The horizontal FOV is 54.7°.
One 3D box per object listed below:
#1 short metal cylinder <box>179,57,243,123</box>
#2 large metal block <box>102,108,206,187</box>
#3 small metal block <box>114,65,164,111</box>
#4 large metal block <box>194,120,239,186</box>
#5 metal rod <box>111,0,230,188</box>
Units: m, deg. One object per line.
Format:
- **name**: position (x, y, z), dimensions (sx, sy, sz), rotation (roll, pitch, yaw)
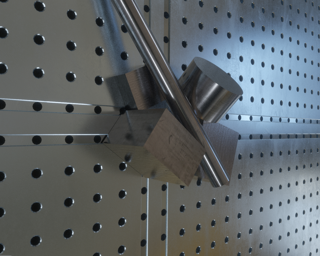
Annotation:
- **short metal cylinder**: position (0.065, -0.052, 0.421), dimensions (0.081, 0.080, 0.050), rotation (11, 127, -40)
- **large metal block**: position (-0.007, 0.022, 0.369), dimensions (0.080, 0.080, 0.050), rotation (45, 63, -31)
- **small metal block**: position (-0.023, -0.051, 0.392), dimensions (0.050, 0.025, 0.050), rotation (-31, 109, -36)
- **large metal block**: position (0.063, 0.034, 0.448), dimensions (0.080, 0.050, 0.080), rotation (22, 76, -38)
- **metal rod**: position (0.007, -0.060, 0.377), dimensions (0.025, 0.025, 0.299), rotation (-35, 100, -35)
